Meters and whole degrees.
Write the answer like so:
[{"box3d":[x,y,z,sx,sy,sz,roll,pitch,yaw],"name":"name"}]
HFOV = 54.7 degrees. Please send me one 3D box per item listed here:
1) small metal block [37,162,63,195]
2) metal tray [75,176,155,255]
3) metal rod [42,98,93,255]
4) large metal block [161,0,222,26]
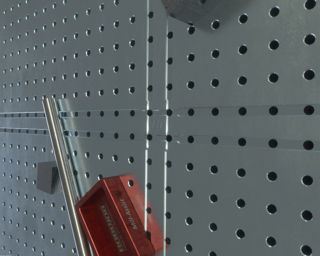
[{"box3d":[-0.205,0.092,0.579,0.050,0.025,0.050,7,95,39],"name":"small metal block"},{"box3d":[-0.072,0.150,0.465,0.090,0.030,0.130,-45,63,30],"name":"metal tray"},{"box3d":[-0.162,0.086,0.543,0.025,0.025,0.299,-29,72,36],"name":"metal rod"},{"box3d":[0.038,-0.182,0.362,0.080,0.050,0.080,-34,69,35],"name":"large metal block"}]
